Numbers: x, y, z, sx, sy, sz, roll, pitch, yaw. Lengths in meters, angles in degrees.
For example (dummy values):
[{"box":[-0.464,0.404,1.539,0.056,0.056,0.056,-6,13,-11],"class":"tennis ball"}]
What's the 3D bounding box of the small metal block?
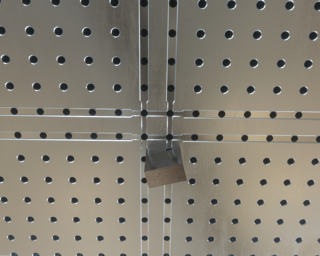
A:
[{"box":[0.007,0.053,0.420,0.050,0.050,0.025,-13,110,4],"class":"small metal block"}]
